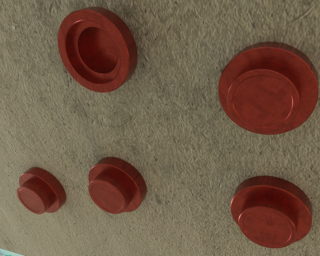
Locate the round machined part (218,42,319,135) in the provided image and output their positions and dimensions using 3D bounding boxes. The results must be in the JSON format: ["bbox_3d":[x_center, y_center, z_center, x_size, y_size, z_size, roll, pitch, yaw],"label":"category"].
[{"bbox_3d":[0.108,-0.035,0.318,0.098,0.042,0.097,13,124,21],"label":"round machined part"}]

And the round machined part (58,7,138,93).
[{"bbox_3d":[-0.070,-0.095,0.374,0.098,0.042,0.097,13,124,21],"label":"round machined part"}]

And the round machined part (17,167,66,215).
[{"bbox_3d":[-0.235,0.128,0.599,0.098,0.042,0.097,13,124,21],"label":"round machined part"}]

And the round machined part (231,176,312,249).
[{"bbox_3d":[0.138,0.113,0.393,0.098,0.042,0.097,13,124,21],"label":"round machined part"}]

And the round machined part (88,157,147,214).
[{"bbox_3d":[-0.074,0.098,0.496,0.098,0.042,0.097,13,124,21],"label":"round machined part"}]
